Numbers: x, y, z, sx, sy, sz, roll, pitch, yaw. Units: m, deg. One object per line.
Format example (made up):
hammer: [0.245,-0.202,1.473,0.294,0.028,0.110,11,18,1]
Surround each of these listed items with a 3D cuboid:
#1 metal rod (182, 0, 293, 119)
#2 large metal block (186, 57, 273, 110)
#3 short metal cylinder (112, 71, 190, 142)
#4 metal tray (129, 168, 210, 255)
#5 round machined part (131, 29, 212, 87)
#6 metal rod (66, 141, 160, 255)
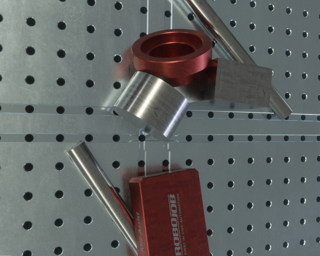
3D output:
metal rod: [0.096,-0.127,0.449,0.300,0.025,0.025,46,76,-15]
large metal block: [0.090,-0.055,0.418,0.081,0.080,0.050,6,88,-21]
short metal cylinder: [-0.011,-0.025,0.380,0.080,0.080,0.050,35,80,-17]
metal tray: [0.014,0.123,0.399,0.091,0.030,0.129,-5,86,-32]
round machined part: [0.016,-0.086,0.390,0.099,0.098,0.042,-22,131,-19]
metal rod: [-0.027,0.148,0.403,0.025,0.025,0.299,-35,102,-17]
